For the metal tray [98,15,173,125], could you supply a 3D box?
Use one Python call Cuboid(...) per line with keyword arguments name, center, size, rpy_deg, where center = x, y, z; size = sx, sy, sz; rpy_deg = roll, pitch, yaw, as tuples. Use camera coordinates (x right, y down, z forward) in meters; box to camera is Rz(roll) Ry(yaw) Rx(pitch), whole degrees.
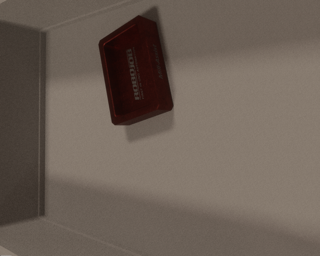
Cuboid(name="metal tray", center=(-0.037, -0.076, 0.431), size=(0.090, 0.030, 0.129), rpy_deg=(-18, 79, 38))
